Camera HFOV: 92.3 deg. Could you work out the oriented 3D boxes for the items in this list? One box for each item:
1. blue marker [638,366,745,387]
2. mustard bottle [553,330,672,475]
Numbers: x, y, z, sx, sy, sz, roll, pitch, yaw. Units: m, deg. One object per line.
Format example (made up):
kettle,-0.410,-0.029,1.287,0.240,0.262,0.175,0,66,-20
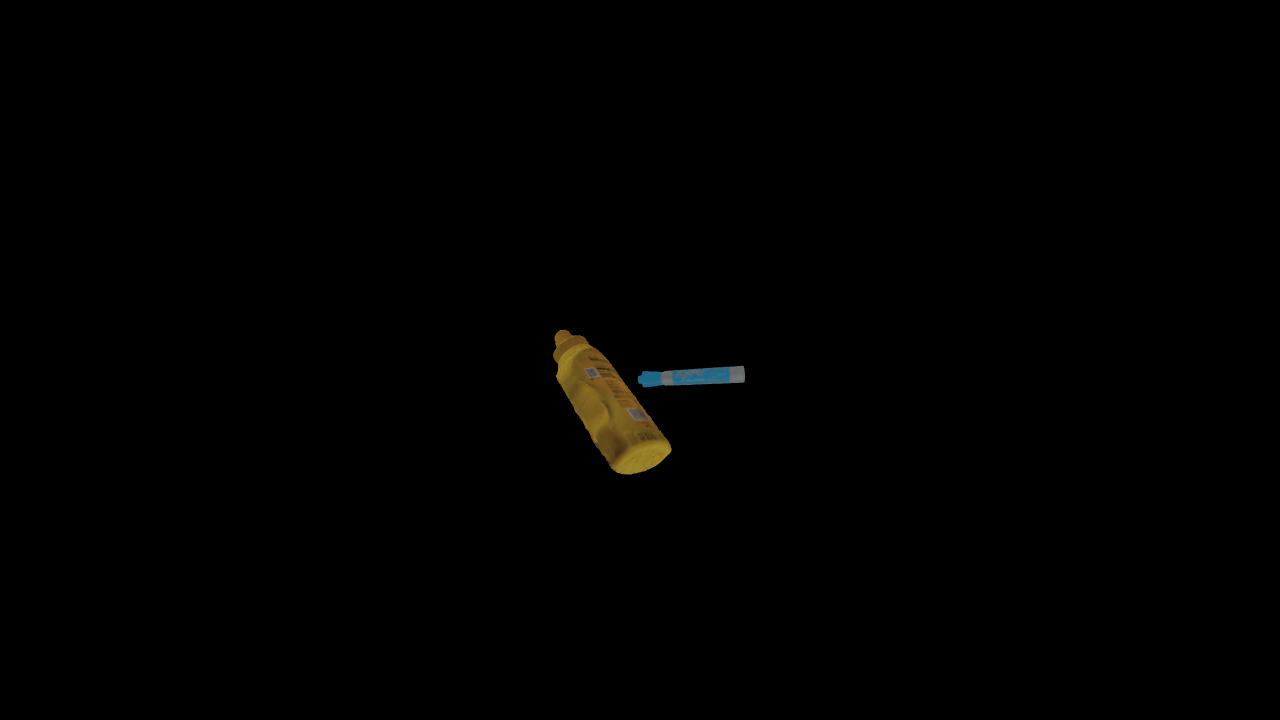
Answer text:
blue marker,0.057,0.019,0.692,0.121,0.020,0.020,-4,-1,15
mustard bottle,-0.043,0.036,0.666,0.054,0.184,0.092,-49,-29,24
